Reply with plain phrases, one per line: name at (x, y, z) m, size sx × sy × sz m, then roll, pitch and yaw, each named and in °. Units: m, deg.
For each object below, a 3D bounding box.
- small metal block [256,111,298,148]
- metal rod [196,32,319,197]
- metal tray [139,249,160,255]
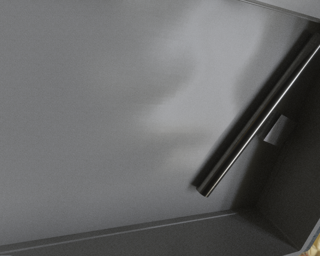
small metal block at (0.193, 0.000, 0.517) m, size 0.050 × 0.025 × 0.050 m, roll 20°, pitch 108°, yaw -36°
metal rod at (0.153, -0.014, 0.486) m, size 0.025 × 0.025 × 0.299 m, roll 26°, pitch 104°, yaw -37°
metal tray at (-0.017, 0.288, 0.579) m, size 0.090 × 0.030 × 0.130 m, roll -40°, pitch 130°, yaw -1°
